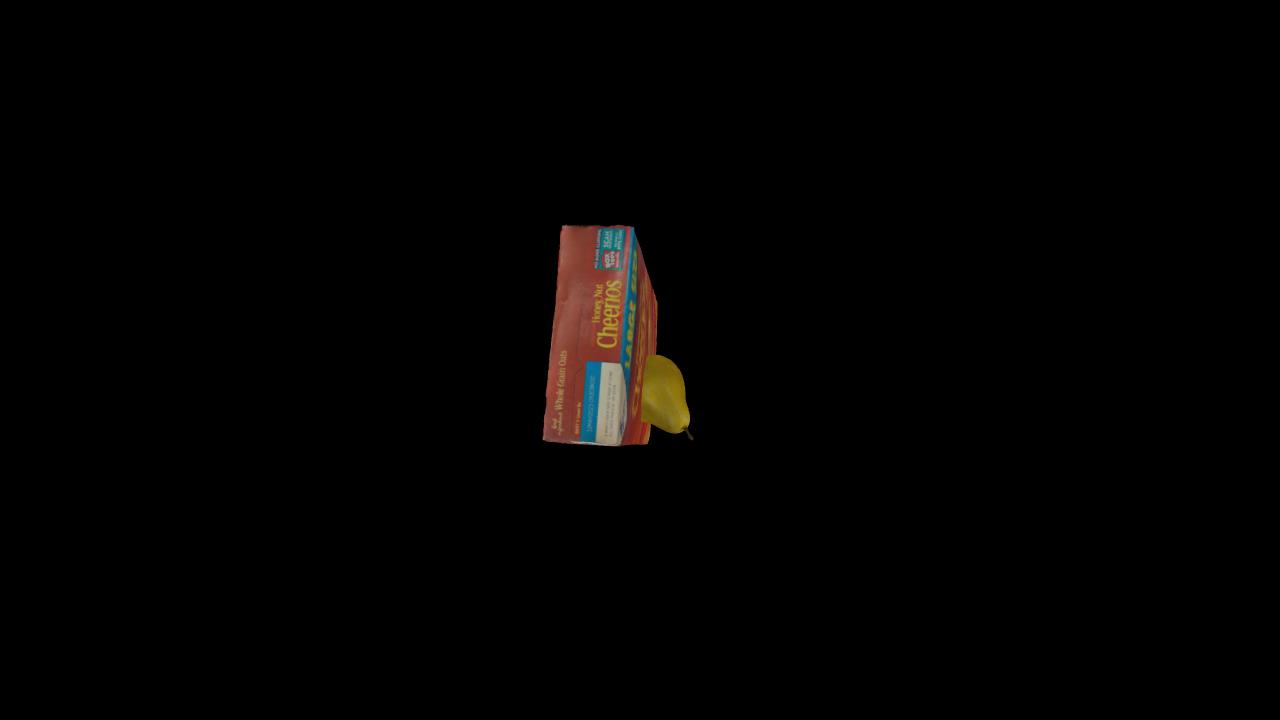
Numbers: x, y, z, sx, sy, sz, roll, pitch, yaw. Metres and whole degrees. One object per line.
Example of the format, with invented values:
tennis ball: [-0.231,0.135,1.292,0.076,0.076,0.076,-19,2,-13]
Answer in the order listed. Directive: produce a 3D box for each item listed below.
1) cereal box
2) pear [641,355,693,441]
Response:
cereal box: [-0.030,-0.005,0.695,0.081,0.203,0.306,3,-8,5]
pear: [0.028,0.049,0.688,0.080,0.111,0.080,-32,-20,-13]
